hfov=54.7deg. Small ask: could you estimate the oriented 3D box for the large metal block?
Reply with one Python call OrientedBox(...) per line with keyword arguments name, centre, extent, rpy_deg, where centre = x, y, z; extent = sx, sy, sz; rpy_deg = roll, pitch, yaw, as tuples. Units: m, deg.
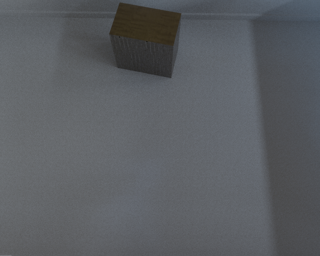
OrientedBox(name="large metal block", centre=(-0.018, -0.117, 0.423), extent=(0.080, 0.080, 0.050), rpy_deg=(12, 71, 4))
